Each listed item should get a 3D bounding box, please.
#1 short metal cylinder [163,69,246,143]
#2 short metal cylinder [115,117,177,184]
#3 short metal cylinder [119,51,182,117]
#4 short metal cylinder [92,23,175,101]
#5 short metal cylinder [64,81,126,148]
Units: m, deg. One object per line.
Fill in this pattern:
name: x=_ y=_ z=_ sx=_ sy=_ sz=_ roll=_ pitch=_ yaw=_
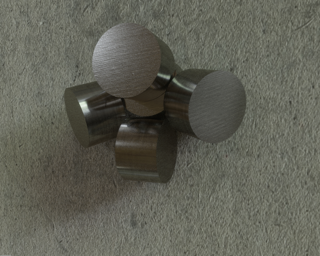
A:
short metal cylinder: x=0.051 y=-0.027 z=0.356 sx=0.050 sy=0.081 sz=0.079 roll=22 pitch=99 yaw=57
short metal cylinder: x=-0.014 y=0.026 z=0.384 sx=0.050 sy=0.080 sz=0.079 roll=2 pitch=91 yaw=20
short metal cylinder: x=-0.009 y=-0.054 z=0.399 sx=0.080 sy=0.050 sz=0.079 roll=0 pitch=90 yaw=19
short metal cylinder: x=-0.028 y=-0.072 z=0.352 sx=0.080 sy=0.050 sz=0.079 roll=0 pitch=90 yaw=19
short metal cylinder: x=-0.086 y=-0.019 z=0.405 sx=0.080 sy=0.050 sz=0.079 roll=39 pitch=139 yaw=45
